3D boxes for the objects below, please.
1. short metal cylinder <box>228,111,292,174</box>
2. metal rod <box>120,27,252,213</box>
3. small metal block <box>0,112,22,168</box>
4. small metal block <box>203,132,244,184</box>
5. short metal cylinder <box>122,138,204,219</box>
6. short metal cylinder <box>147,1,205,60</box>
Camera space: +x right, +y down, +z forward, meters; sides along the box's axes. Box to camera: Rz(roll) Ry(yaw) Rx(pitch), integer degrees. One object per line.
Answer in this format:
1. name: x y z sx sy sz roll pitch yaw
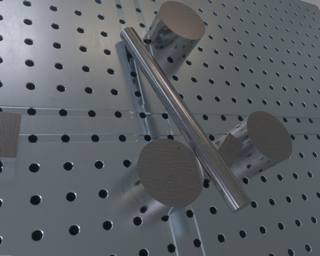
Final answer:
1. short metal cylinder: 0.145 0.022 0.457 0.081 0.050 0.080 14 56 -21
2. metal rod: 0.020 -0.029 0.401 0.025 0.025 0.299 -12 57 -33
3. small metal block: -0.170 0.010 0.311 0.050 0.025 0.050 8 58 -24
4. small metal block: 0.077 0.040 0.410 0.025 0.050 0.050 42 51 0
5. short metal cylinder: 0.003 0.059 0.358 0.081 0.050 0.080 14 56 -21
6. short metal cylinder: 0.026 -0.157 0.502 0.081 0.050 0.080 14 56 -21
